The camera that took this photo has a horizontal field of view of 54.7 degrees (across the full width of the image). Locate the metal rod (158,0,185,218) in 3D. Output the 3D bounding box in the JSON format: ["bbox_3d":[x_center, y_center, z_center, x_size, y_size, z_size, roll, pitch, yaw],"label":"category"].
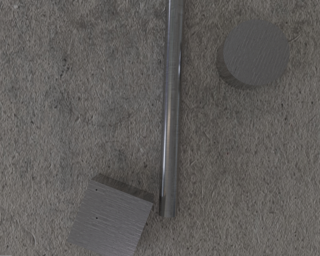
[{"bbox_3d":[0.016,-0.034,0.409,0.025,0.025,0.298,2,90,0],"label":"metal rod"}]

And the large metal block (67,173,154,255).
[{"bbox_3d":[-0.060,0.113,0.397,0.080,0.050,0.080,21,90,0],"label":"large metal block"}]

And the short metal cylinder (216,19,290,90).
[{"bbox_3d":[0.116,-0.091,0.398,0.081,0.050,0.079,0,90,0],"label":"short metal cylinder"}]
